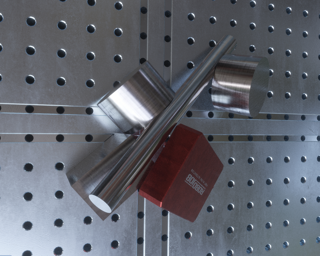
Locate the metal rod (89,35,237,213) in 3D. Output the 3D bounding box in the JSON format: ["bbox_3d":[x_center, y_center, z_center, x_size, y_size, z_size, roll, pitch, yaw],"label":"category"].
[{"bbox_3d":[0.023,-0.028,0.365,0.025,0.025,0.301,49,54,-14],"label":"metal rod"}]

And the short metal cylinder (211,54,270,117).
[{"bbox_3d":[0.111,-0.058,0.420,0.081,0.050,0.079,-29,126,-50],"label":"short metal cylinder"}]

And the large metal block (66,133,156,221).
[{"bbox_3d":[-0.058,0.051,0.362,0.080,0.080,0.050,-41,104,-15],"label":"large metal block"}]

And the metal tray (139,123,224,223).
[{"bbox_3d":[0.033,0.061,0.381,0.090,0.030,0.130,-59,149,-10],"label":"metal tray"}]

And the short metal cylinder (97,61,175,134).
[{"bbox_3d":[-0.029,-0.036,0.373,0.080,0.080,0.050,-45,105,-15],"label":"short metal cylinder"}]
